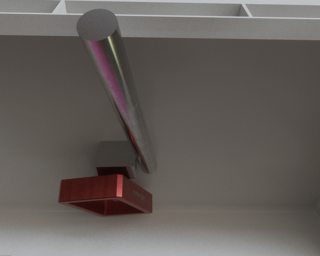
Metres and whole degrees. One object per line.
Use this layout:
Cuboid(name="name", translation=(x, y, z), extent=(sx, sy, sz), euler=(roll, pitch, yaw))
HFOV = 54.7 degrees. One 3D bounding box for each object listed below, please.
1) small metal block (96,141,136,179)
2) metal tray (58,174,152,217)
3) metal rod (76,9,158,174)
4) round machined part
Cuboid(name="small metal block", translation=(-0.058, 0.044, 0.429), extent=(0.050, 0.050, 0.025), euler=(-1, 130, 0))
Cuboid(name="metal tray", translation=(-0.073, 0.102, 0.452), extent=(0.090, 0.030, 0.130), euler=(-8, 154, 15))
Cuboid(name="metal rod", translation=(-0.027, -0.003, 0.323), extent=(0.025, 0.025, 0.299), euler=(-4, 156, 3))
Cuboid(name="round machined part", translation=(0.076, 0.214, 0.555), extent=(0.099, 0.042, 0.098), euler=(0, 162, 0))
